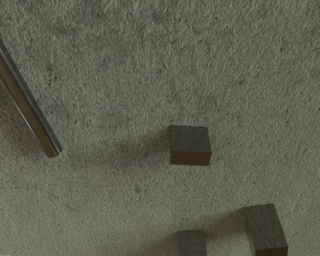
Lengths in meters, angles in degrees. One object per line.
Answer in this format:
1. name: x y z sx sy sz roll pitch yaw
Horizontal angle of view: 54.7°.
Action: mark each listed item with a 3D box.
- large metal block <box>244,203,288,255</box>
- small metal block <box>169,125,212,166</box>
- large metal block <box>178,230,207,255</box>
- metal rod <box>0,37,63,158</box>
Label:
1. large metal block: 0.181 0.189 0.534 0.050 0.080 0.080 -9 130 8
2. small metal block: 0.039 0.023 0.411 0.050 0.050 0.025 3 130 -3
3. large metal block: 0.062 0.251 0.585 0.050 0.080 0.080 -4 130 3
4. metal rod: -0.178 -0.079 0.338 0.025 0.025 0.298 -9 130 7
